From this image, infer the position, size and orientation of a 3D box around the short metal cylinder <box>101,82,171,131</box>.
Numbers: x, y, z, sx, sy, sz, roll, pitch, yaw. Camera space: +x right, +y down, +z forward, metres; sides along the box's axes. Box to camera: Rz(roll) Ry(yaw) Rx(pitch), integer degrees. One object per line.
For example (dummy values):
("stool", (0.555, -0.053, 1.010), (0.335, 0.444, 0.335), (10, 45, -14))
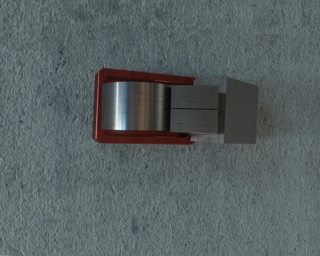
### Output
("short metal cylinder", (-0.026, -0.023, 0.358), (0.081, 0.080, 0.050), (1, 90, -20))

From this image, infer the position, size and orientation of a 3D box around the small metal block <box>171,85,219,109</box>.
("small metal block", (0.040, -0.032, 0.356), (0.050, 0.050, 0.025), (2, 88, 6))

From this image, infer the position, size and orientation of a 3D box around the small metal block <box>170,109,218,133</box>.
("small metal block", (0.039, -0.007, 0.355), (0.050, 0.050, 0.025), (2, 88, 6))

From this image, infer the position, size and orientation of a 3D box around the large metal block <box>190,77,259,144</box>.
("large metal block", (0.088, -0.020, 0.414), (0.081, 0.050, 0.080), (4, 89, -46))

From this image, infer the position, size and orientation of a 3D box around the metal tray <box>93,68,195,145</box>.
("metal tray", (-0.018, -0.025, 0.401), (0.131, 0.030, 0.089), (2, 89, -20))
